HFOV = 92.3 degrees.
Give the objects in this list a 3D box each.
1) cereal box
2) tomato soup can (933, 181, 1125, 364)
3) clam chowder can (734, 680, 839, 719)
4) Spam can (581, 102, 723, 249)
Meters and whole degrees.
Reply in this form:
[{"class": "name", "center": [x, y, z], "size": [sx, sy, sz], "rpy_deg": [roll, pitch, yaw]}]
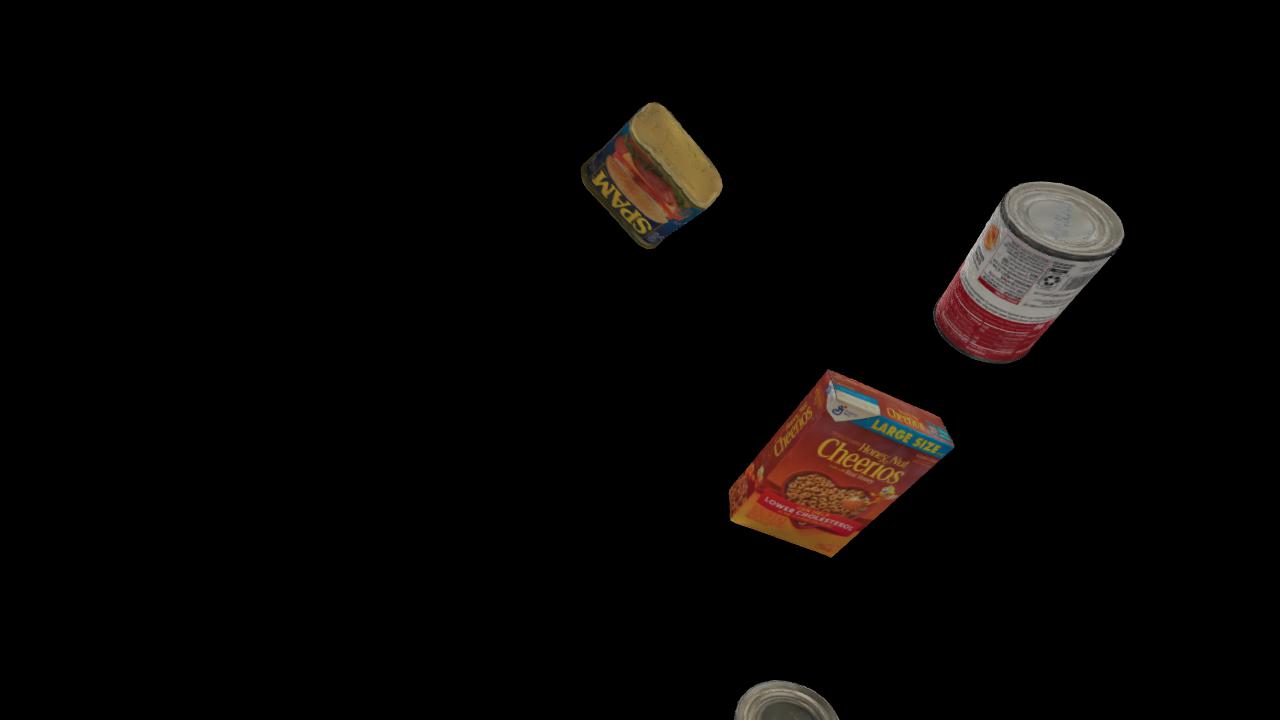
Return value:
[{"class": "cereal box", "center": [0.300, 0.174, 0.968], "size": [0.203, 0.306, 0.081], "rpy_deg": [22, 36, -11]}, {"class": "tomato soup can", "center": [0.240, -0.054, 0.391], "size": [0.068, 0.068, 0.101], "rpy_deg": [0, -36, 0]}, {"class": "clam chowder can", "center": [0.092, 0.270, 0.392], "size": [0.068, 0.102, 0.068], "rpy_deg": [-2, 17, 0]}, {"class": "Spam can", "center": [0.011, -0.161, 0.544], "size": [0.101, 0.058, 0.085], "rpy_deg": [45, -34, -15]}]
